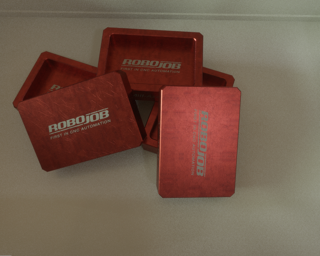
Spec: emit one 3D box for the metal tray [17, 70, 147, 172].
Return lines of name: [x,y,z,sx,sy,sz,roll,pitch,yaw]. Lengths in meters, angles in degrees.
metal tray: [-0.092,-0.008,0.371,0.130,0.030,0.089,-16,100,10]

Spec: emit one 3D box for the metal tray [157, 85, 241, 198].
metal tray: [0.044,0.015,0.366,0.091,0.030,0.129,1,98,-6]

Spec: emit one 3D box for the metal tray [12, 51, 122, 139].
metal tray: [-0.115,-0.043,0.418,0.131,0.030,0.090,19,71,6]

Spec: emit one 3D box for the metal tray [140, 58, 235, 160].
metal tray: [0.038,-0.021,0.413,0.090,0.030,0.130,18,71,6]

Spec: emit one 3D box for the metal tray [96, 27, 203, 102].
metal tray: [-0.011,-0.082,0.403,0.131,0.030,0.090,3,70,1]
